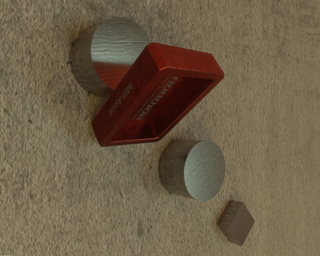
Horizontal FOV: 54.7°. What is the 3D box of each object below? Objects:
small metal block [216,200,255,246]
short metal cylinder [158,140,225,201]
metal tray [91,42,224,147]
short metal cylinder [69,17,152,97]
[{"bbox_3d":[0.126,0.156,0.510,0.050,0.025,0.050,-50,119,-28],"label":"small metal block"},{"bbox_3d":[0.044,0.056,0.426,0.081,0.050,0.080,0,90,-40],"label":"short metal cylinder"},{"bbox_3d":[-0.005,-0.029,0.333,0.091,0.129,0.030,-3,58,-42],"label":"metal tray"},{"bbox_3d":[-0.052,-0.076,0.345,0.081,0.050,0.080,0,90,-40],"label":"short metal cylinder"}]
